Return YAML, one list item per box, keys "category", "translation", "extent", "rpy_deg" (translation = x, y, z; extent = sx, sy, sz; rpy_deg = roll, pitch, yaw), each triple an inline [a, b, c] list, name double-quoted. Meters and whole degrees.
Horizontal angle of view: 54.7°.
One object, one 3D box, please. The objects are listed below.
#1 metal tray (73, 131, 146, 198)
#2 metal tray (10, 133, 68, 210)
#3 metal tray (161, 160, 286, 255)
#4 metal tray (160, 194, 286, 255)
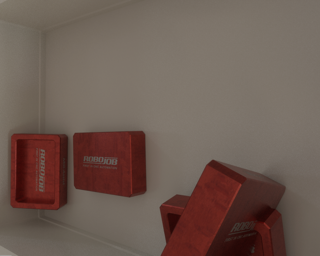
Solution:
- category: "metal tray"
  translation: [-0.079, 0.051, 0.467]
  extent: [0.130, 0.030, 0.089]
  rpy_deg: [-2, 89, 39]
- category: "metal tray"
  translation: [-0.213, 0.075, 0.547]
  extent: [0.090, 0.030, 0.129]
  rpy_deg: [1, 91, 7]
- category: "metal tray"
  translation: [0.063, 0.081, 0.274]
  extent: [0.030, 0.131, 0.090]
  rpy_deg: [29, 95, 36]
- category: "metal tray"
  translation: [0.065, 0.126, 0.333]
  extent: [0.130, 0.030, 0.089]
  rpy_deg: [-2, 102, 41]
